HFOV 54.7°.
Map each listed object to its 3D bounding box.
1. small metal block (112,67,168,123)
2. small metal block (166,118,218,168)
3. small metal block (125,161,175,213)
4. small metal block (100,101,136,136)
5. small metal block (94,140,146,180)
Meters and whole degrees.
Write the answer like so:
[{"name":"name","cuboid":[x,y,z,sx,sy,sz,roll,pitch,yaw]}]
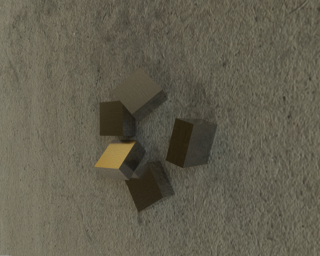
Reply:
[{"name":"small metal block","cuboid":[-0.027,-0.044,0.412,0.050,0.025,0.050,-40,61,-4]},{"name":"small metal block","cuboid":[0.037,0.016,0.358,0.025,0.050,0.050,21,103,38]},{"name":"small metal block","cuboid":[-0.014,0.079,0.417,0.050,0.025,0.050,-39,67,33]},{"name":"small metal block","cuboid":[-0.063,-0.014,0.457,0.050,0.025,0.050,-1,90,40]},{"name":"small metal block","cuboid":[-0.055,0.043,0.433,0.050,0.025,0.050,-2,45,40]}]
